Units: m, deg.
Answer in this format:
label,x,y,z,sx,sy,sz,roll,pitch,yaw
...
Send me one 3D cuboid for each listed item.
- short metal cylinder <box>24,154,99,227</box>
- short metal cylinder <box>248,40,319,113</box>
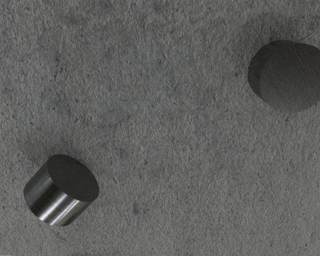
label,x,y,z,sx,sy,sz,roll,pitch,yaw
short metal cylinder,-0.128,0.081,0.409,0.080,0.080,0.050,41,105,-14
short metal cylinder,0.153,-0.063,0.374,0.081,0.050,0.079,0,110,0
